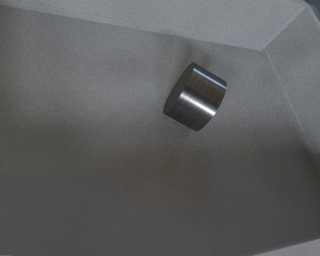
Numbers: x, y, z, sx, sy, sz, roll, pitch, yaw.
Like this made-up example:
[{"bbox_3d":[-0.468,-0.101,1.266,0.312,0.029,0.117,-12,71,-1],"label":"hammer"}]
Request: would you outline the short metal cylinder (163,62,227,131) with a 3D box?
[{"bbox_3d":[0.046,-0.042,0.423,0.050,0.080,0.080,29,52,-11],"label":"short metal cylinder"}]
